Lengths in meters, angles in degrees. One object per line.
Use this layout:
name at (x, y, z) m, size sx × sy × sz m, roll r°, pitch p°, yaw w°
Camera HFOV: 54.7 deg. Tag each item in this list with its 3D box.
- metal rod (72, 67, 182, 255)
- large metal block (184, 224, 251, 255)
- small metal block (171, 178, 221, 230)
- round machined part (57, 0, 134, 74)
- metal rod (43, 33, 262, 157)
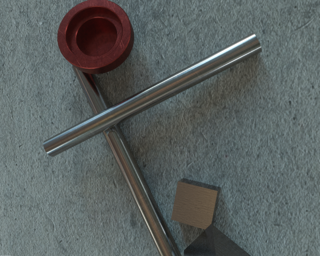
metal rod at (-0.049, 0.040, 0.425) m, size 0.025 × 0.025 × 0.299 m, roll -29°, pitch 81°, yaw 17°
large metal block at (0.073, 0.168, 0.342) m, size 0.080 × 0.080 × 0.050 m, roll 40°, pitch 103°, yaw -5°
small metal block at (0.046, 0.095, 0.392) m, size 0.050 × 0.025 × 0.050 m, roll 11°, pitch 94°, yaw 19°
round machined part at (-0.083, -0.119, 0.419) m, size 0.099 × 0.042 × 0.098 m, roll -1°, pitch 79°, yaw 7°
metal rod at (-0.017, -0.037, 0.395) m, size 0.301 × 0.025 × 0.025 m, roll -26°, pitch 82°, yaw 10°
